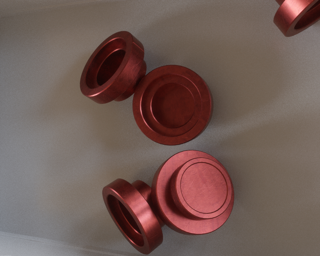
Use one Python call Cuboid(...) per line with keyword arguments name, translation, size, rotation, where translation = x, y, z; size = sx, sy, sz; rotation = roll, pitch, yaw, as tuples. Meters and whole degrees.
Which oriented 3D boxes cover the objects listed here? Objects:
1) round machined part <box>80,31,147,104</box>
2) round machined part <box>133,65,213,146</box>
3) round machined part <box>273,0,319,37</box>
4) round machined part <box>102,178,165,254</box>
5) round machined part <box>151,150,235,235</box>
Cuboid(name="round machined part", translation=(-0.056, -0.074, 0.405), size=(0.098, 0.042, 0.098), rotation=(-24, 49, 32))
Cuboid(name="round machined part", translation=(0.019, -0.028, 0.393), size=(0.098, 0.042, 0.097), rotation=(1, 92, 17))
Cuboid(name="round machined part", translation=(0.158, -0.143, 0.316), size=(0.098, 0.098, 0.042), rotation=(-37, 78, 16))
Cuboid(name="round machined part", translation=(-0.028, 0.106, 0.393), size=(0.098, 0.042, 0.097), rotation=(37, 143, 34))
Cuboid(name="round machined part", translation=(0.043, 0.072, 0.358), size=(0.099, 0.042, 0.098), rotation=(7, 68, -16))
